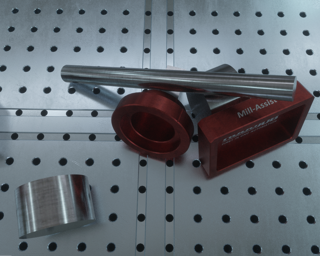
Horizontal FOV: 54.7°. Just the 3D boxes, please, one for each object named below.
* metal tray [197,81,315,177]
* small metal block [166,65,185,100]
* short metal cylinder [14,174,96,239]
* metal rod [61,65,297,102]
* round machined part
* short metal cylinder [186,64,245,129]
[{"bbox_3d":[0.111,0.003,0.374,0.131,0.090,0.030,-23,55,-8],"label":"metal tray"},{"bbox_3d":[0.015,-0.048,0.416,0.025,0.050,0.050,15,71,5],"label":"small metal block"},{"bbox_3d":[-0.118,0.089,0.349,0.081,0.080,0.050,-14,71,-5],"label":"short metal cylinder"},{"bbox_3d":[-0.001,-0.058,0.370,0.300,0.025,0.025,9,68,28],"label":"metal rod"},{"bbox_3d":[-0.006,-0.009,0.379,0.098,0.097,0.042,18,54,6],"label":"round machined part"},{"bbox_3d":[0.073,-0.035,0.396,0.050,0.080,0.080,-23,72,-8],"label":"short metal cylinder"}]
